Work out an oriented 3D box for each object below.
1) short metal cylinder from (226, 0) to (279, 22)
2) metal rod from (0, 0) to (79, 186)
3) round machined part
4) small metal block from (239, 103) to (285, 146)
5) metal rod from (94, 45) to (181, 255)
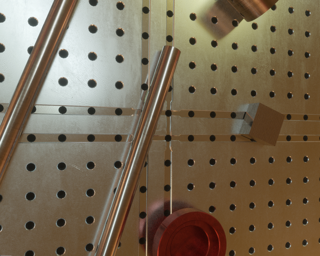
[{"bbox_3d":[0.135,-0.197,0.433,0.050,0.080,0.080,40,78,-16],"label":"short metal cylinder"},{"bbox_3d":[-0.152,-0.042,0.356,0.025,0.025,0.299,23,82,-19],"label":"metal rod"},{"bbox_3d":[0.036,0.156,0.417,0.099,0.042,0.097,0,90,-20],"label":"round machined part"},{"bbox_3d":[0.155,-0.005,0.469,0.050,0.025,0.050,23,82,-19],"label":"small metal block"},{"bbox_3d":[-0.029,0.036,0.401,0.025,0.025,0.299,20,83,-19],"label":"metal rod"}]
